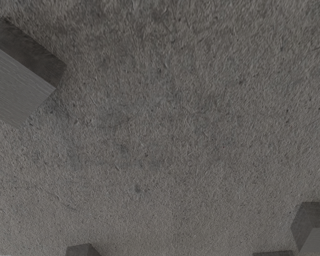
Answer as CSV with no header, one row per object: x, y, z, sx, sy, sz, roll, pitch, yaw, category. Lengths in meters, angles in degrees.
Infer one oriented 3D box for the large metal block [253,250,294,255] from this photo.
0.240,0.303,0.651,0.080,0.050,0.080,-7,130,5,large metal block

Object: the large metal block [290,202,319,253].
0.286,0.174,0.541,0.080,0.050,0.079,-1,130,0,large metal block

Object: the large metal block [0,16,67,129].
-0.165,-0.058,0.340,0.080,0.050,0.080,-36,122,26,large metal block

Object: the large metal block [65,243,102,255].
-0.151,0.290,0.616,0.050,0.080,0.080,-15,129,12,large metal block
